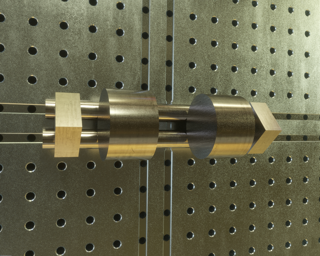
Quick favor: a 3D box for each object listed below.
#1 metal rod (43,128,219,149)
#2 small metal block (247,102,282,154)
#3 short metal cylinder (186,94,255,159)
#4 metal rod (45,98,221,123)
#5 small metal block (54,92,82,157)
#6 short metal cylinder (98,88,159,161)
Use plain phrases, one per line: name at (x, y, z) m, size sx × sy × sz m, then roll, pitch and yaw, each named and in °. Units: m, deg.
metal rod at (0.005, 0.015, 0.414) m, size 0.302 × 0.025 × 0.025 m, roll 1°, pitch 90°, yaw -20°
small metal block at (0.132, 0.000, 0.424) m, size 0.025 × 0.050 × 0.050 m, roll 1°, pitch 49°, yaw -20°
short metal cylinder at (0.073, -0.002, 0.387) m, size 0.050 × 0.080 × 0.079 m, roll 1°, pitch 90°, yaw -20°
metal rod at (0.008, -0.020, 0.415) m, size 0.302 × 0.025 × 0.025 m, roll 1°, pitch 90°, yaw -20°
small metal block at (-0.101, -0.003, 0.338) m, size 0.025 × 0.050 × 0.050 m, roll 1°, pitch 48°, yaw -20°
short metal cylinder at (-0.038, -0.003, 0.346) m, size 0.050 × 0.080 × 0.079 m, roll 1°, pitch 90°, yaw -20°
